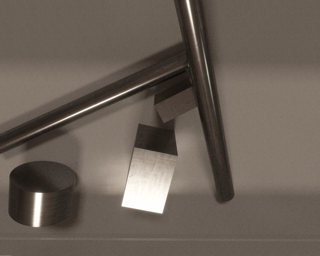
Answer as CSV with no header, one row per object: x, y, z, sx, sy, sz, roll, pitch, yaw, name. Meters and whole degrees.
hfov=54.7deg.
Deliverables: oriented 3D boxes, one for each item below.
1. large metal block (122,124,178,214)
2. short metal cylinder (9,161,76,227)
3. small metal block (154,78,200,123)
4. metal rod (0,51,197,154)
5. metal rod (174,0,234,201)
-0.013,0.049,0.400,0.050,0.080,0.079,12,110,-5,large metal block
-0.156,0.085,0.411,0.081,0.080,0.050,10,110,-4,short metal cylinder
0.021,-0.036,0.385,0.050,0.050,0.025,-26,108,9,small metal block
-0.084,-0.034,0.397,0.301,0.025,0.025,-23,109,7,metal rod
0.058,-0.015,0.358,0.025,0.025,0.299,-15,128,5,metal rod
